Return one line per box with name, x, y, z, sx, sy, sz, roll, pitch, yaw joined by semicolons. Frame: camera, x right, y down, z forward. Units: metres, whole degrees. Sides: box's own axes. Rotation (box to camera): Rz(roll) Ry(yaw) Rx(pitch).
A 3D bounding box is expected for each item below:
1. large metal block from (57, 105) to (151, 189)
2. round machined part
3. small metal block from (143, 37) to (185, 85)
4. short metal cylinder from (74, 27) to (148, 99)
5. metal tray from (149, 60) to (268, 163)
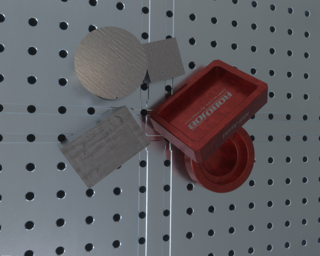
large metal block;-0.068;0.019;0.359;0.080;0.080;0.050;-36;102;-16
round machined part;0.079;0.038;0.433;0.099;0.042;0.097;0;90;-20
small metal block;0.000;-0.089;0.413;0.050;0.025;0.050;-17;96;-20
short metal cylinder;-0.057;-0.074;0.369;0.081;0.050;0.079;0;94;-7
metal tray;0.063;-0.027;0.402;0.130;0.090;0.030;-40;143;-16
